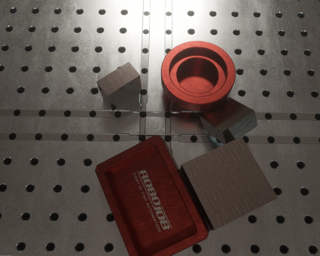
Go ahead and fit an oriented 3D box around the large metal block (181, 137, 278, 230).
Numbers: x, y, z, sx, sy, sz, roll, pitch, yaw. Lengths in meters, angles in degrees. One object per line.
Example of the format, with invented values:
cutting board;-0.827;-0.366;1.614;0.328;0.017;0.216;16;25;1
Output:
large metal block;0.078;0.068;0.375;0.080;0.050;0.080;-24;72;-9

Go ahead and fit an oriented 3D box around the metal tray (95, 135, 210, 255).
metal tray;-0.011;0.085;0.367;0.090;0.030;0.130;-28;72;4

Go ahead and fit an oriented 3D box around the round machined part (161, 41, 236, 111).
round machined part;0.051;-0.067;0.427;0.099;0.042;0.098;0;68;1

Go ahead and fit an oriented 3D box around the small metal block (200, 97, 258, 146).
small metal block;0.089;-0.010;0.403;0.050;0.025;0.050;-32;37;-12

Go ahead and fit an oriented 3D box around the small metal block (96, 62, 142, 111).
small metal block;-0.053;-0.055;0.418;0.050;0.050;0.025;-35;74;-12
